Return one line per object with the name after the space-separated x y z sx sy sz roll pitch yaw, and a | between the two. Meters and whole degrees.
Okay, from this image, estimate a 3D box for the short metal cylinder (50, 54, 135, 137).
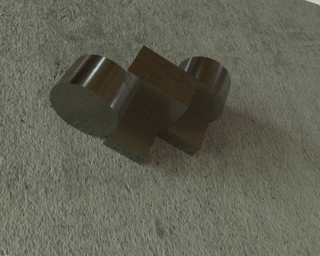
-0.075 -0.035 0.351 0.080 0.080 0.050 31 52 -9 | short metal cylinder

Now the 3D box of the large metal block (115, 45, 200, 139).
-0.010 -0.042 0.391 0.080 0.080 0.050 31 52 -9 | large metal block

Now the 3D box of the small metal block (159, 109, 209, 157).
0.034 0.003 0.422 0.050 0.025 0.050 31 52 -8 | small metal block

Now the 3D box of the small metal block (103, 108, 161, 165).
-0.034 0.009 0.382 0.050 0.025 0.050 31 52 -8 | small metal block

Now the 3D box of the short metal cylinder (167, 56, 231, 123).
0.053 -0.051 0.430 0.080 0.080 0.050 31 52 -9 | short metal cylinder
